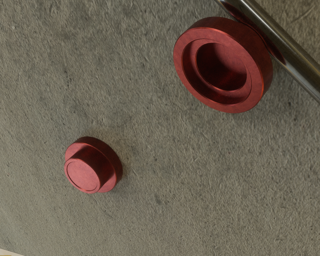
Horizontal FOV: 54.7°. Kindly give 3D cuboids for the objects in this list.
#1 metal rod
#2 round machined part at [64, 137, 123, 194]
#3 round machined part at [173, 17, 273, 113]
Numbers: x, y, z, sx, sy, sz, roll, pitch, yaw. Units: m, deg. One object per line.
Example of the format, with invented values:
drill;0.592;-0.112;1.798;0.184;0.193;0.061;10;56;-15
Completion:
metal rod;0.072;-0.120;0.294;0.300;0.025;0.025;44;129;-3
round machined part;-0.113;0.066;0.496;0.098;0.042;0.097;13;124;21
round machined part;0.065;-0.065;0.307;0.098;0.042;0.098;31;150;21
